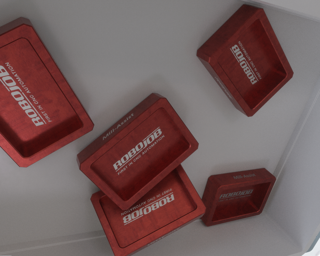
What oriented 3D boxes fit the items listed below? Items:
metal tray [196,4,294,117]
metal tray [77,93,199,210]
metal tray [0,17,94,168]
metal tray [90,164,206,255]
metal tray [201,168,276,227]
[{"bbox_3d":[0.119,-0.085,0.416,0.090,0.030,0.130,-45,129,3],"label":"metal tray"},{"bbox_3d":[-0.026,0.030,0.391,0.130,0.030,0.090,-40,117,-6],"label":"metal tray"},{"bbox_3d":[-0.137,-0.030,0.311,0.090,0.030,0.130,-31,129,-9],"label":"metal tray"},{"bbox_3d":[-0.016,0.106,0.421,0.131,0.090,0.030,-24,157,-14],"label":"metal tray"},{"bbox_3d":[0.138,0.123,0.556,0.131,0.030,0.089,-3,120,-27],"label":"metal tray"}]
